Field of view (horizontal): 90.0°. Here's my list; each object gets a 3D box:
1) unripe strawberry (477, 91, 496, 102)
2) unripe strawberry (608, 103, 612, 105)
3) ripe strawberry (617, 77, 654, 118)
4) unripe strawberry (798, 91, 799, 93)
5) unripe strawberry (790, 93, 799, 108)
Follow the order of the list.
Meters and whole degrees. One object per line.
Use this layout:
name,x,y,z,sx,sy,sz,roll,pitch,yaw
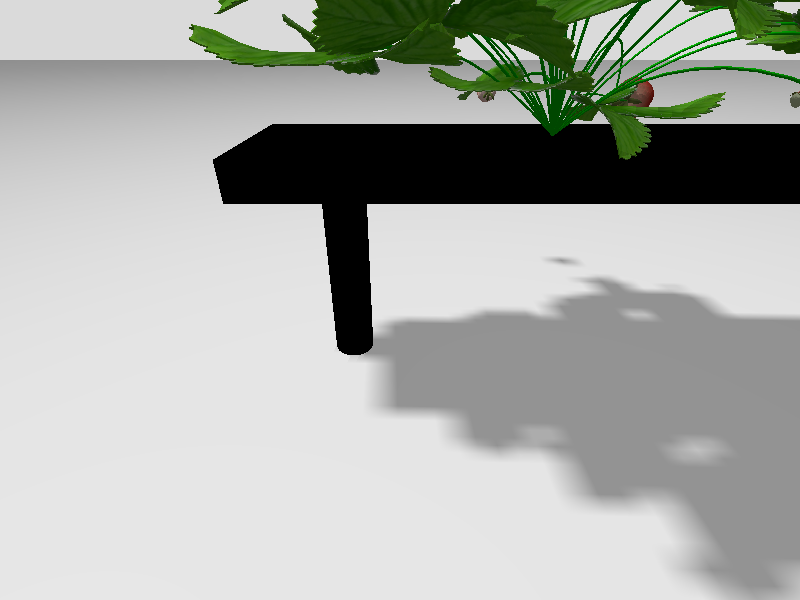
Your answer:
unripe strawberry,0.113,-0.273,0.521,0.025,0.028,0.027,-2,32,-3
unripe strawberry,0.241,-0.225,0.453,0.013,0.014,0.014,22,38,31
ripe strawberry,0.238,-0.205,0.406,0.039,0.038,0.036,-26,40,-35
unripe strawberry,0.490,-0.244,0.474,0.033,0.029,0.030,-14,24,-21
unripe strawberry,0.340,-0.171,0.342,0.011,0.011,0.010,4,33,6
